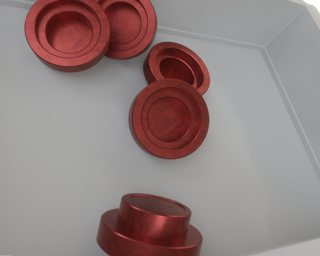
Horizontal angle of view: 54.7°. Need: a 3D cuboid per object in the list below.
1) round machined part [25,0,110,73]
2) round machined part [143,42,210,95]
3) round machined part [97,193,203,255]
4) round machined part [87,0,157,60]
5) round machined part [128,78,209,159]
[{"bbox_3d":[-0.113,-0.116,0.390,0.099,0.042,0.097,1,81,-8],"label":"round machined part"},{"bbox_3d":[0.020,-0.075,0.453,0.099,0.042,0.098,14,56,-21],"label":"round machined part"},{"bbox_3d":[-0.007,0.092,0.296,0.099,0.098,0.042,12,90,-22],"label":"round machined part"},{"bbox_3d":[-0.053,-0.145,0.433,0.098,0.098,0.042,39,12,-3],"label":"round machined part"},{"bbox_3d":[0.008,-0.010,0.391,0.099,0.042,0.097,1,87,-17],"label":"round machined part"}]
